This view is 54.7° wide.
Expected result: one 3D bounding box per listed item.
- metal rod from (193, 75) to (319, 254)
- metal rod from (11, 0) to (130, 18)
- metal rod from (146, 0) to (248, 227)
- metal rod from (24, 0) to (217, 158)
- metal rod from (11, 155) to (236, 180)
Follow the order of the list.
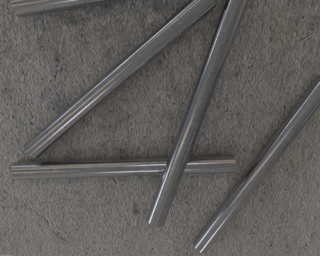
[{"bbox_3d":[0.136,0.062,0.433,0.025,0.025,0.298,28,108,-10],"label":"metal rod"},{"bbox_3d":[-0.016,-0.161,0.350,0.302,0.025,0.025,-8,110,2],"label":"metal rod"},{"bbox_3d":[0.042,-0.011,0.387,0.025,0.025,0.298,18,102,-7],"label":"metal rod"},{"bbox_3d":[-0.058,-0.059,0.387,0.300,0.025,0.025,-38,106,12],"label":"metal rod"},{"bbox_3d":[-0.049,0.054,0.429,0.302,0.025,0.025,-2,110,0],"label":"metal rod"}]
